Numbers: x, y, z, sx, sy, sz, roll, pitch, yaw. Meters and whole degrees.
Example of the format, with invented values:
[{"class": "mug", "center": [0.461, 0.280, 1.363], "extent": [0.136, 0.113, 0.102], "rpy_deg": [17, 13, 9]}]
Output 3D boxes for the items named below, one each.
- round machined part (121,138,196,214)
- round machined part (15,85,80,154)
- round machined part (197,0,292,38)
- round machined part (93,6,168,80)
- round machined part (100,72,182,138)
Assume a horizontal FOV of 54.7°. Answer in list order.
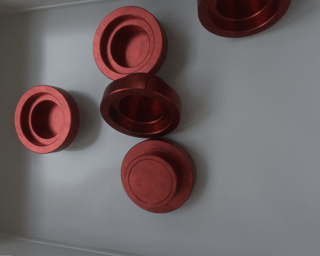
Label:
[{"class": "round machined part", "center": [-0.006, 0.063, 0.397], "extent": [0.098, 0.042, 0.097], "rpy_deg": [2, 98, 17]}, {"class": "round machined part", "center": [-0.160, -0.012, 0.456], "extent": [0.098, 0.042, 0.097], "rpy_deg": [0, 90, 19]}, {"class": "round machined part", "center": [0.091, -0.148, 0.344], "extent": [0.098, 0.098, 0.042], "rpy_deg": [-9, 66, 19]}, {"class": "round machined part", "center": [-0.036, -0.106, 0.413], "extent": [0.098, 0.042, 0.097], "rpy_deg": [0, 90, 19]}, {"class": "round machined part", "center": [-0.022, -0.032, 0.389], "extent": [0.098, 0.098, 0.042], "rpy_deg": [-8, 52, 19]}]
